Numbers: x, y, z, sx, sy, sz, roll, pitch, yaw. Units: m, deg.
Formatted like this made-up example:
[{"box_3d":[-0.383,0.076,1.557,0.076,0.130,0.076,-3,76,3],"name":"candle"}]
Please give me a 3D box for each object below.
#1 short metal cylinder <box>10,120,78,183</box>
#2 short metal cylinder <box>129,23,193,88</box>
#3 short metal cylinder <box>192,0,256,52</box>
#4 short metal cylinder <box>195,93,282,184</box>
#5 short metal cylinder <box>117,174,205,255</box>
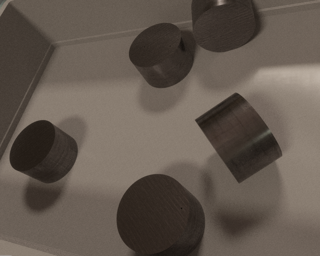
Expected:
[{"box_3d":[-0.170,0.035,0.455,0.080,0.050,0.080,-13,56,20],"name":"short metal cylinder"},{"box_3d":[0.002,-0.105,0.452,0.080,0.050,0.080,-13,56,20],"name":"short metal cylinder"},{"box_3d":[0.084,-0.149,0.417,0.080,0.080,0.050,-13,57,21],"name":"short metal cylinder"},{"box_3d":[0.080,0.010,0.322,0.050,0.080,0.080,-35,52,5],"name":"short metal cylinder"},{"box_3d":[0.002,0.095,0.329,0.080,0.050,0.080,-13,56,20],"name":"short metal cylinder"}]
